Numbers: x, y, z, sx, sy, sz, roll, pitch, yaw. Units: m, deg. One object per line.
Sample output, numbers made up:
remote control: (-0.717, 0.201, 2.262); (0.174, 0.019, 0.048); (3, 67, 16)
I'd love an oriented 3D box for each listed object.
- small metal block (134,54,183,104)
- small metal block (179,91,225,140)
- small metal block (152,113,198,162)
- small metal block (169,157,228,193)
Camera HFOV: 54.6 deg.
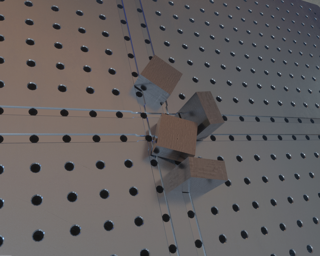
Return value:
small metal block: (-0.002, -0.071, 0.450); (0.050, 0.025, 0.050); (34, 51, -6)
small metal block: (0.057, -0.016, 0.432); (0.025, 0.050, 0.050); (-7, 65, -31)
small metal block: (0.020, 0.014, 0.405); (0.050, 0.025, 0.050); (15, 55, -8)
small metal block: (0.046, 0.059, 0.380); (0.050, 0.050, 0.025); (9, 58, -23)
